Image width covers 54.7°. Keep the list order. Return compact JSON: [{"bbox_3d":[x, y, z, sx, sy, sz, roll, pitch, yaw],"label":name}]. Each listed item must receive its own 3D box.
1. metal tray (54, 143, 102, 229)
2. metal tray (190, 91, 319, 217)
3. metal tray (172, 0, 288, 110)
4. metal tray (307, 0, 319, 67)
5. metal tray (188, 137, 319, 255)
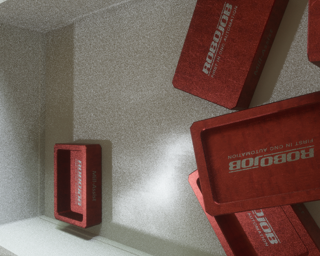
[{"bbox_3d":[-0.138,0.091,0.513,0.090,0.030,0.129,0,90,39],"label":"metal tray"},{"bbox_3d":[0.100,0.026,0.284,0.130,0.030,0.090,-14,73,17],"label":"metal tray"},{"bbox_3d":[0.073,-0.094,0.342,0.090,0.030,0.129,27,107,36],"label":"metal tray"},{"bbox_3d":[0.146,-0.112,0.243,0.030,0.091,0.129,2,91,40],"label":"metal tray"},{"bbox_3d":[0.096,0.086,0.323,0.090,0.030,0.130,-41,66,32],"label":"metal tray"}]
